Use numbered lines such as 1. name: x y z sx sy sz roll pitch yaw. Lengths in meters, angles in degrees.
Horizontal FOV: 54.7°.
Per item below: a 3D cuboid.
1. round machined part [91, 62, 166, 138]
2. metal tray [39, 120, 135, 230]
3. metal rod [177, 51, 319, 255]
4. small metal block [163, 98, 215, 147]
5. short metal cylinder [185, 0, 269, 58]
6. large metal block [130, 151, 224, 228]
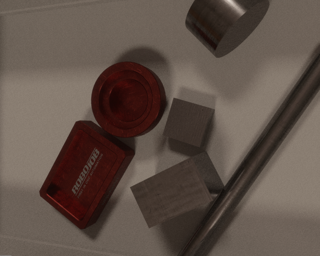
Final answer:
1. round machined part: -0.038 -0.036 0.414 0.098 0.042 0.097 0 90 19
2. metal tray: -0.106 0.065 0.443 0.090 0.030 0.129 33 100 16
3. metal rod: 0.110 0.046 0.371 0.025 0.025 0.299 35 101 16
4. small metal block: 0.037 -0.007 0.397 0.050 0.025 0.050 18 96 18
5. short metal cylinder: 0.076 -0.128 0.354 0.080 0.080 0.050 -44 77 14
6. large metal block: 0.024 0.071 0.372 0.080 0.080 0.050 -29 81 17
